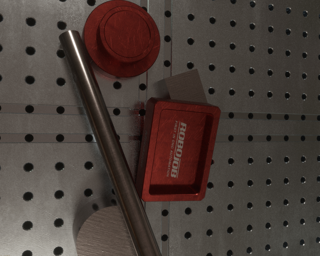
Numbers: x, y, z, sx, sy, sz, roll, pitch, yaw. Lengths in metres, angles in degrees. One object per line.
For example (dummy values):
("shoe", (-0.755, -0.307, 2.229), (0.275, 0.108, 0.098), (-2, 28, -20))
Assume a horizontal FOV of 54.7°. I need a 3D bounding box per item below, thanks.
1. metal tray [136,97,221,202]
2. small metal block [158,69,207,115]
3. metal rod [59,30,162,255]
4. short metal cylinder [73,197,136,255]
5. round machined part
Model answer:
("metal tray", (0.022, 0.030, 0.404), (0.091, 0.030, 0.129), (4, 102, -21))
("small metal block", (0.031, -0.049, 0.425), (0.050, 0.025, 0.050), (-20, 97, -19))
("metal rod", (-0.056, 0.027, 0.357), (0.025, 0.025, 0.299), (-19, 83, -19))
("short metal cylinder", (-0.063, 0.129, 0.377), (0.081, 0.050, 0.079), (0, 90, -21))
("round machined part", (-0.045, -0.112, 0.387), (0.099, 0.042, 0.097), (0, 90, -21))
